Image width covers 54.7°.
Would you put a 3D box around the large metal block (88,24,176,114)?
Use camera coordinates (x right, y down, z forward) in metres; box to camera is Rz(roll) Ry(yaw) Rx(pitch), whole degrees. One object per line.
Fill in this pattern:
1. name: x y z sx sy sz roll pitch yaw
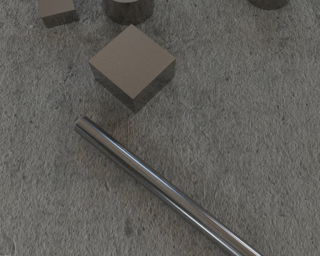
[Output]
1. large metal block: -0.036 -0.080 0.424 0.080 0.050 0.080 41 75 13

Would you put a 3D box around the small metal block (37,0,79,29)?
1. small metal block: -0.157 -0.186 0.474 0.050 0.025 0.050 -17 71 -7

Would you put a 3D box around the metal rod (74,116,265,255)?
1. metal rod: 0.014 0.083 0.378 0.300 0.025 0.025 37 74 12

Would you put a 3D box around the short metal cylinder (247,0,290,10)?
1. short metal cylinder: 0.176 -0.233 0.482 0.081 0.050 0.080 0 70 0

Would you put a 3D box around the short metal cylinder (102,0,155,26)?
1. short metal cylinder: -0.049 -0.204 0.469 0.081 0.050 0.080 0 70 0
